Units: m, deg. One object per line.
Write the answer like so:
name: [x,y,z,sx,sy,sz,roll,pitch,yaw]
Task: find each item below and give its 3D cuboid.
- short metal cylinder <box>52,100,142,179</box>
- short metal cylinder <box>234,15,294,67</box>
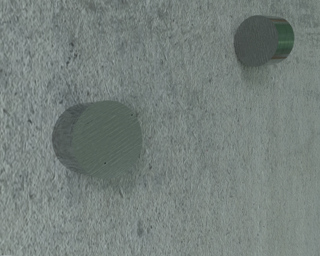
short metal cylinder: [-0.066,0.012,0.333,0.081,0.050,0.080,0,90,-40]
short metal cylinder: [0.171,-0.143,0.512,0.050,0.080,0.079,-15,100,-39]
